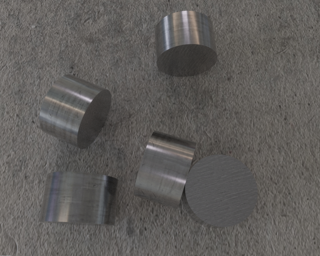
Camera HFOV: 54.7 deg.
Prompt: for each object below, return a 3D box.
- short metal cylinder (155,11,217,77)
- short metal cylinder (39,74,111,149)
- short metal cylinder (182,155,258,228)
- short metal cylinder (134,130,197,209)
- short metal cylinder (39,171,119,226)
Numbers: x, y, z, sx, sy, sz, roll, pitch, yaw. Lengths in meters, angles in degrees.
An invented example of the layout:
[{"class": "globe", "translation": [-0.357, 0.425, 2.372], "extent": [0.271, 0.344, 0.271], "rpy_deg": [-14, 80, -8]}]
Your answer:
[{"class": "short metal cylinder", "translation": [0.034, -0.111, 0.420], "extent": [0.081, 0.080, 0.050], "rpy_deg": [-3, 70, -1]}, {"class": "short metal cylinder", "translation": [-0.103, -0.020, 0.385], "extent": [0.050, 0.080, 0.080], "rpy_deg": [23, 72, 8]}, {"class": "short metal cylinder", "translation": [0.068, 0.076, 0.367], "extent": [0.081, 0.050, 0.080], "rpy_deg": [0, 70, 0]}, {"class": "short metal cylinder", "translation": [0.007, 0.048, 0.361], "extent": [0.050, 0.080, 0.080], "rpy_deg": [17, 71, 6]}, {"class": "short metal cylinder", "translation": [-0.089, 0.082, 0.348], "extent": [0.080, 0.080, 0.050], "rpy_deg": [2, 70, 1]}]
